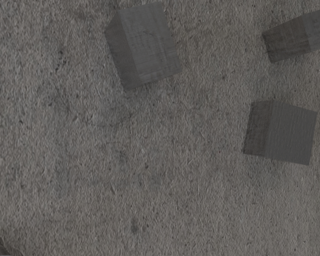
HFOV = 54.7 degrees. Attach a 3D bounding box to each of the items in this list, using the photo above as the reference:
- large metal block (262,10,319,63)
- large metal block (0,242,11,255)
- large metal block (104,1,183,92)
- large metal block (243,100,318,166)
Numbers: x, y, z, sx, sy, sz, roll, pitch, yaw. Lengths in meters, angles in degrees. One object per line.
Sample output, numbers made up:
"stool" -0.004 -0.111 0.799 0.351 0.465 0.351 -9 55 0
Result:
"large metal block" 0.215 -0.139 0.459 0.081 0.080 0.050 -22 98 -19
"large metal block" -0.193 0.174 0.325 0.080 0.050 0.080 -34 101 -17
"large metal block" -0.023 -0.093 0.371 0.050 0.080 0.080 -21 97 -19
"large metal block" 0.178 0.008 0.461 0.081 0.050 0.080 12 86 -20
